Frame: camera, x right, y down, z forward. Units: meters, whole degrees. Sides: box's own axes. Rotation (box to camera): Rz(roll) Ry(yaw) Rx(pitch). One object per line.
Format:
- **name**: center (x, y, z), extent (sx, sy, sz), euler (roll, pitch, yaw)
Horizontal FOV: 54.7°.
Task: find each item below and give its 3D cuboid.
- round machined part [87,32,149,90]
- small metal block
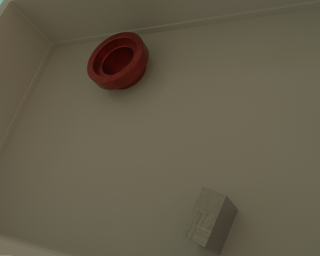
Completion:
- **round machined part**: center (-0.061, -0.099, 0.486), extent (0.098, 0.042, 0.098), euler (-13, 56, 20)
- **small metal block**: center (0.051, 0.092, 0.306), extent (0.025, 0.050, 0.050), euler (16, 70, 34)
